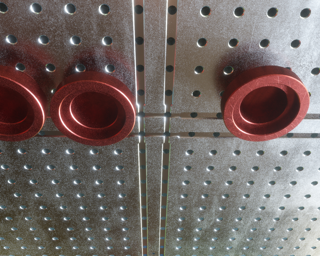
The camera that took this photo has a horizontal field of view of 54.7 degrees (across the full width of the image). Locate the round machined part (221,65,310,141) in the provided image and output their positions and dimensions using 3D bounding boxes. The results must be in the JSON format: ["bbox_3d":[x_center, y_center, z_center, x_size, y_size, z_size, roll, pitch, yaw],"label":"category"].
[{"bbox_3d":[0.123,-0.033,0.374,0.099,0.042,0.097,-1,130,0],"label":"round machined part"}]

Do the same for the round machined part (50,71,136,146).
[{"bbox_3d":[-0.078,-0.027,0.376,0.099,0.042,0.097,-1,130,0],"label":"round machined part"}]

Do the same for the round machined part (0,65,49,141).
[{"bbox_3d":[-0.183,-0.033,0.370,0.099,0.042,0.097,-1,130,0],"label":"round machined part"}]
